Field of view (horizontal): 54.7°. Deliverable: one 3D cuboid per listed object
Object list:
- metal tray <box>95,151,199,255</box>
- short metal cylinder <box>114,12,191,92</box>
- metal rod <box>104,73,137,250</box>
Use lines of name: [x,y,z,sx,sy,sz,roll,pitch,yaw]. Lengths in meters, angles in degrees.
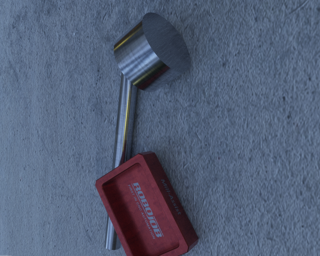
metal tray: [-0.020,0.107,0.400,0.090,0.030,0.130,-34,76,25]
short metal cylinder: [-0.008,-0.091,0.376,0.050,0.081,0.080,-30,72,36]
metal rod: [-0.054,0.029,0.449,0.025,0.025,0.298,11,97,39]
